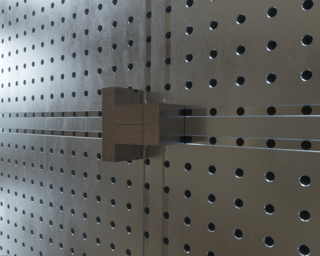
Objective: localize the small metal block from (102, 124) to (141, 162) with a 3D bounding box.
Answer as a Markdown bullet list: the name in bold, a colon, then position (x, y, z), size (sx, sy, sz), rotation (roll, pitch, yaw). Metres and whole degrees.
- **small metal block**: position (-0.053, 0.020, 0.434), size (0.025, 0.050, 0.050), rotation (0, 90, 40)

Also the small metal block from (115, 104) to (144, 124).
- **small metal block**: position (-0.024, -0.017, 0.410), size (0.050, 0.050, 0.025), rotation (0, 90, 39)

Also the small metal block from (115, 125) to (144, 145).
- **small metal block**: position (-0.024, 0.008, 0.410), size (0.050, 0.050, 0.025), rotation (0, 90, 39)

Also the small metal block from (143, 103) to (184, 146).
- **small metal block**: position (0.005, -0.004, 0.386), size (0.025, 0.050, 0.050), rotation (0, 90, 40)

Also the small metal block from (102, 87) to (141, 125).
- **small metal block**: position (-0.053, -0.030, 0.434), size (0.025, 0.050, 0.050), rotation (0, 90, 40)
